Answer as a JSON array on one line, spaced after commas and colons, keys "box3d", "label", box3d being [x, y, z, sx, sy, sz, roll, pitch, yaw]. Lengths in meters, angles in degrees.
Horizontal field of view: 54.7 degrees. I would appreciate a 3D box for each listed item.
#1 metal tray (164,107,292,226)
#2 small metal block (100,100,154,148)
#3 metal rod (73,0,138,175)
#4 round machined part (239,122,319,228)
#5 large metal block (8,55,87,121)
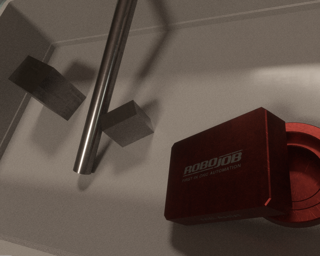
[{"box3d": [0.060, 0.044, 0.307, 0.130, 0.030, 0.090, -26, 47, 46], "label": "metal tray"}, {"box3d": [-0.043, -0.004, 0.414, 0.050, 0.050, 0.025, -26, 53, 12], "label": "small metal block"}, {"box3d": [-0.067, -0.083, 0.414, 0.025, 0.025, 0.298, 19, 96, 35], "label": "metal rod"}, {"box3d": [0.127, 0.047, 0.299, 0.098, 0.042, 0.098, -13, 56, 20], "label": "round machined part"}, {"box3d": [-0.182, -0.065, 0.503, 0.080, 0.080, 0.050, 27, 77, 37], "label": "large metal block"}]
